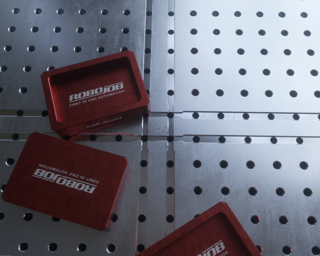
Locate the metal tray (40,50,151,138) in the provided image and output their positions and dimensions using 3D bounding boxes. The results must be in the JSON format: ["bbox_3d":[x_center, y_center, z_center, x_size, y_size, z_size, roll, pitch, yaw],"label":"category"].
[{"bbox_3d":[-0.087,-0.048,0.426,0.131,0.030,0.090,-16,71,-6],"label":"metal tray"}]

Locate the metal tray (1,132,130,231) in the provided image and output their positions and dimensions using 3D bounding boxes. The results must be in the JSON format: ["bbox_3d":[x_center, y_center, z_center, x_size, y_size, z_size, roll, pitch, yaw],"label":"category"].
[{"bbox_3d":[-0.113,0.065,0.385,0.131,0.030,0.090,15,71,5],"label":"metal tray"}]

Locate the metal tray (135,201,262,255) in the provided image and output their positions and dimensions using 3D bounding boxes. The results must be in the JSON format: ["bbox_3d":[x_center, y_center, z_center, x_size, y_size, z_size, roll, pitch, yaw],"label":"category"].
[{"bbox_3d":[0.043,0.156,0.352,0.131,0.030,0.090,-29,73,-10],"label":"metal tray"}]
